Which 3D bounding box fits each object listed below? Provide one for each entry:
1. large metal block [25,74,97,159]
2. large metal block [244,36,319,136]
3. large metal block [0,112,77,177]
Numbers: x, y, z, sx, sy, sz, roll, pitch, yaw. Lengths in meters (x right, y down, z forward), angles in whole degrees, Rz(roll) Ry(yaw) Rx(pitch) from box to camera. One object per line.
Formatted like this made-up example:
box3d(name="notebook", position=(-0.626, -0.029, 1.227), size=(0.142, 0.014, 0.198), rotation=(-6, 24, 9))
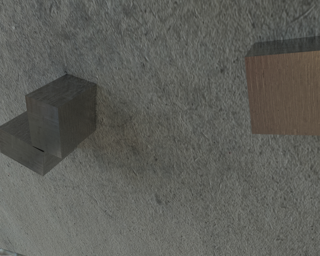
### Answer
box3d(name="large metal block", position=(-0.133, -0.019, 0.430), size=(0.050, 0.080, 0.079), rotation=(20, 126, 16))
box3d(name="large metal block", position=(0.131, -0.040, 0.297), size=(0.080, 0.050, 0.080), rotation=(1, 119, 28))
box3d(name="large metal block", position=(-0.185, 0.016, 0.479), size=(0.080, 0.080, 0.050), rotation=(26, 128, 12))
